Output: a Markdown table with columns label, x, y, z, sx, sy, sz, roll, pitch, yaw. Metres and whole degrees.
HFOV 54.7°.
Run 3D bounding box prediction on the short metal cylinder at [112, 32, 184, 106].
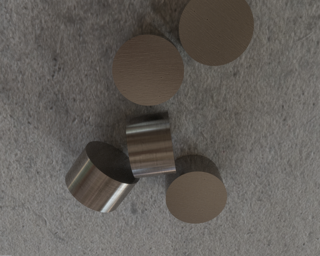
| label | x | y | z | sx | sy | sz | roll | pitch | yaw |
| --- | --- | --- | --- | --- | --- | --- | --- | --- | --- |
| short metal cylinder | -0.013 | -0.072 | 0.370 | 0.081 | 0.050 | 0.079 | 0 | 110 | -1 |

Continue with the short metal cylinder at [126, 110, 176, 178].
| label | x | y | z | sx | sy | sz | roll | pitch | yaw |
| --- | --- | --- | --- | --- | --- | --- | --- | --- | --- |
| short metal cylinder | -0.010 | 0.020 | 0.388 | 0.050 | 0.080 | 0.079 | -8 | 110 | 2 |

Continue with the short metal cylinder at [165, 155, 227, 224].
| label | x | y | z | sx | sy | sz | roll | pitch | yaw |
| --- | --- | --- | --- | --- | --- | --- | --- | --- | --- |
| short metal cylinder | 0.048 | 0.083 | 0.428 | 0.081 | 0.050 | 0.079 | 0 | 110 | -1 |

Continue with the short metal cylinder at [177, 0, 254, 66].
| label | x | y | z | sx | sy | sz | roll | pitch | yaw |
| --- | --- | --- | --- | --- | --- | --- | --- | --- | --- |
| short metal cylinder | 0.060 | -0.115 | 0.355 | 0.081 | 0.050 | 0.079 | 0 | 110 | -1 |

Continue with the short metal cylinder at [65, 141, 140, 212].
| label | x | y | z | sx | sy | sz | roll | pitch | yaw |
| --- | --- | --- | --- | --- | --- | --- | --- | --- | --- |
| short metal cylinder | -0.074 | 0.062 | 0.402 | 0.080 | 0.080 | 0.050 | 34 | 107 | -12 |
